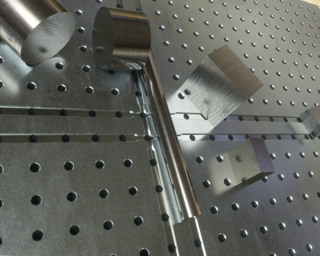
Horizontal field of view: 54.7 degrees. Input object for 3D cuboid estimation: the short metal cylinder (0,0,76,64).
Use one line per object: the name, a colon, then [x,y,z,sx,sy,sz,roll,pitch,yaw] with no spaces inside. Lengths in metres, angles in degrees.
short metal cylinder: [-0.148,-0.123,0.368,0.050,0.080,0.080,45,51,3]

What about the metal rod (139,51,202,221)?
metal rod: [-0.001,-0.026,0.423,0.025,0.025,0.299,-2,63,-29]

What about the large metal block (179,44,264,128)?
large metal block: [0.089,-0.061,0.457,0.080,0.080,0.050,49,51,6]

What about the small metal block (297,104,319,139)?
small metal block: [0.292,-0.013,0.573,0.050,0.025,0.050,-17,71,-35]

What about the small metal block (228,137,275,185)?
small metal block: [0.125,0.047,0.431,0.025,0.050,0.050,4,60,-27]

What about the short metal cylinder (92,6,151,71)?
short metal cylinder: [-0.053,-0.118,0.416,0.050,0.080,0.080,-5,64,-30]
